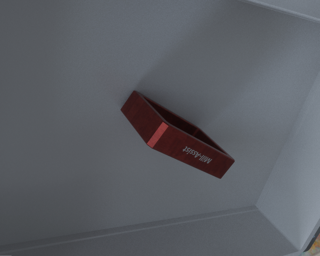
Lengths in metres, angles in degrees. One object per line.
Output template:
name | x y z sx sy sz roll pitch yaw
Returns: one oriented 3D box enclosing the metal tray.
metal tray | 0.023 0.009 0.382 0.131 0.090 0.030 27 103 -38
